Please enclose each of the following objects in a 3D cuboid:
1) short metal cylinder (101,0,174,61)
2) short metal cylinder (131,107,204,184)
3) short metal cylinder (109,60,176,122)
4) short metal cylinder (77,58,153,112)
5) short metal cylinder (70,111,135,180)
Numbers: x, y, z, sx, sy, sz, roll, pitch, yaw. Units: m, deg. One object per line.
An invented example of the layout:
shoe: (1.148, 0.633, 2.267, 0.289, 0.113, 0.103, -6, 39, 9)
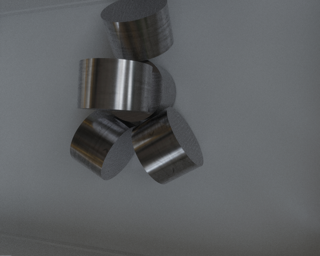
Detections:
short metal cylinder: (-0.027, -0.125, 0.382, 0.080, 0.080, 0.050, 4, 134, 20)
short metal cylinder: (0.010, 0.021, 0.376, 0.050, 0.080, 0.080, -30, 80, 18)
short metal cylinder: (-0.025, -0.047, 0.403, 0.080, 0.050, 0.080, 0, 90, 20)
short metal cylinder: (-0.050, -0.044, 0.343, 0.080, 0.080, 0.050, 4, 91, 20)
short metal cylinder: (-0.069, 0.021, 0.404, 0.050, 0.080, 0.080, 31, 100, 18)
